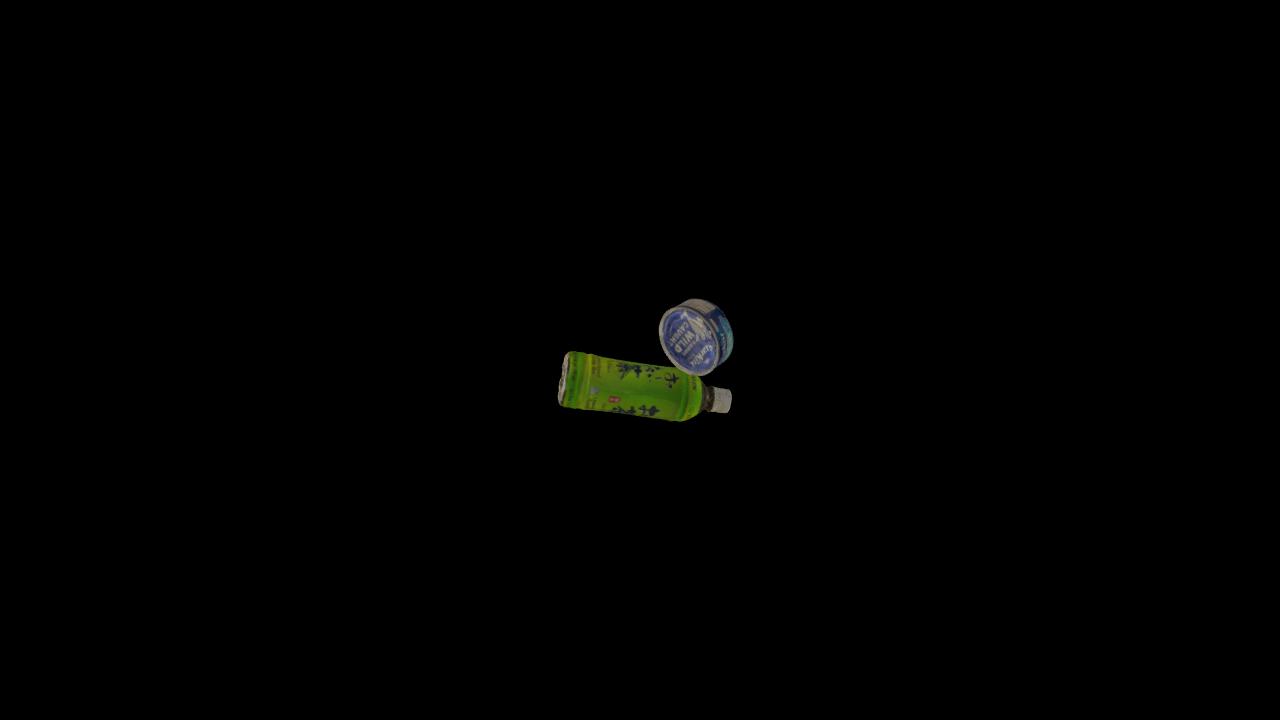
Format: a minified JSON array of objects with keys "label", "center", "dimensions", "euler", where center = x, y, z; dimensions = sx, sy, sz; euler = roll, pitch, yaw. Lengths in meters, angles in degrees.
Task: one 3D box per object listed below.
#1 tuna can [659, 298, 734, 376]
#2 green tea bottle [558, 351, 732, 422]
[{"label":"tuna can","center":[0.063,-0.026,0.693],"dimensions":[0.084,0.084,0.034],"euler":[0,24,47]},{"label":"green tea bottle","center":[0.009,0.036,0.756],"dimensions":[0.212,0.073,0.073],"euler":[7,-2,-13]}]
